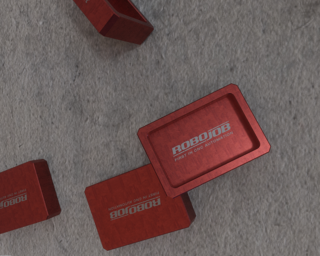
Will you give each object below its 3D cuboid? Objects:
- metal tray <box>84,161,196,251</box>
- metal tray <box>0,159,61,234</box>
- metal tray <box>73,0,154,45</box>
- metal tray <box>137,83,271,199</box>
[{"bbox_3d":[-0.029,0.102,0.415,0.130,0.030,0.090,-23,83,18],"label":"metal tray"},{"bbox_3d":[-0.226,0.110,0.484,0.130,0.030,0.090,-21,83,18],"label":"metal tray"},{"bbox_3d":[-0.075,-0.168,0.397,0.030,0.090,0.130,-44,77,25],"label":"metal tray"},{"bbox_3d":[0.050,0.016,0.369,0.130,0.030,0.090,-26,81,1],"label":"metal tray"}]
